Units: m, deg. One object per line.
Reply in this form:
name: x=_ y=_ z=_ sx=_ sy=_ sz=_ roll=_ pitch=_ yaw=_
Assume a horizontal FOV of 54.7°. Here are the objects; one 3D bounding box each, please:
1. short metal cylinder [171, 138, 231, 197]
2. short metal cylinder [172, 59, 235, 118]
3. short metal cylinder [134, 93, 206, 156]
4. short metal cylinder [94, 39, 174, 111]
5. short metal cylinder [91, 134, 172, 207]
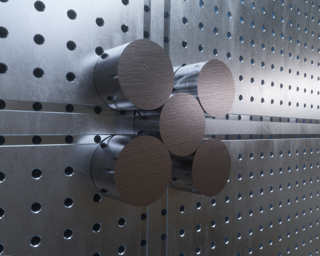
short metal cylinder: x=0.056 y=0.053 z=0.441 sx=0.081 sy=0.050 sz=0.079 roll=0 pitch=90 yaw=-40
short metal cylinder: x=0.063 y=-0.054 z=0.445 sx=0.081 sy=0.050 sz=0.079 roll=0 pitch=90 yaw=-40
short metal cylinder: x=0.014 y=-0.005 z=0.406 sx=0.081 sy=0.050 sz=0.079 roll=0 pitch=90 yaw=-40
short metal cylinder: x=-0.030 y=-0.060 z=0.369 sx=0.081 sy=0.050 sz=0.079 roll=0 pitch=90 yaw=-40
short metal cylinder: x=-0.033 y=0.048 z=0.366 sx=0.081 sy=0.050 sz=0.079 roll=0 pitch=90 yaw=-40
